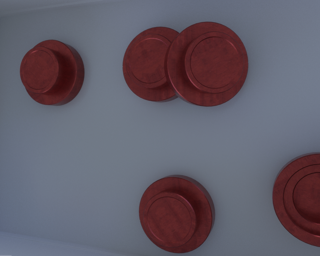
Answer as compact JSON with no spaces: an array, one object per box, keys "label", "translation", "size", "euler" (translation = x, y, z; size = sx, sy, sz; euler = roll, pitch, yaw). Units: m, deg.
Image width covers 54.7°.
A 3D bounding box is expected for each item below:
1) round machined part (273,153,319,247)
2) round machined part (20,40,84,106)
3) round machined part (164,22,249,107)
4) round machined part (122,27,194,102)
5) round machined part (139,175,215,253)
[{"label":"round machined part","translation":[0.176,0.075,0.339],"size":[0.098,0.042,0.097],"euler":[0,90,20]},{"label":"round machined part","translation":[-0.166,-0.083,0.460],"size":[0.098,0.042,0.097],"euler":[0,90,20]},{"label":"round machined part","translation":[0.057,-0.073,0.359],"size":[0.099,0.042,0.097],"euler":[-1,96,-10]},{"label":"round machined part","translation":[-0.005,-0.083,0.403],"size":[0.098,0.042,0.097],"euler":[0,90,20]},{"label":"round machined part","translation":[0.018,0.111,0.395],"size":[0.098,0.042,0.097],"euler":[0,90,20]}]
